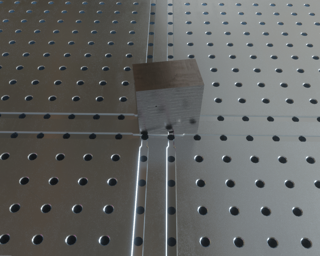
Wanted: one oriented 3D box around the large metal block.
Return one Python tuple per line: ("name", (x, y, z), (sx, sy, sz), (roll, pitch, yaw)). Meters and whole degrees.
("large metal block", (0.009, -0.040, 0.406), (0.080, 0.080, 0.050), (-6, 50, -5))
